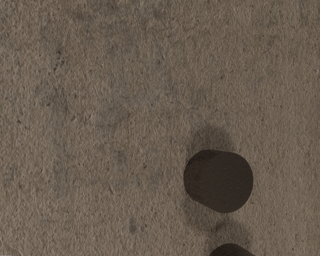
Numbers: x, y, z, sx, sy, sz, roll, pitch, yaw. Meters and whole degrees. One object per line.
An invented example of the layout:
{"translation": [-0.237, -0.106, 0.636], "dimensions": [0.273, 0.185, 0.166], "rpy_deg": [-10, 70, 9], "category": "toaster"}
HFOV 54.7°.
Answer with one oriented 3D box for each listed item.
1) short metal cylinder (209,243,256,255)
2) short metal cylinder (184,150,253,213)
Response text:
{"translation": [0.109, 0.212, 0.438], "dimensions": [0.081, 0.050, 0.079], "rpy_deg": [0, 90, -21], "category": "short metal cylinder"}
{"translation": [0.080, 0.071, 0.427], "dimensions": [0.081, 0.050, 0.079], "rpy_deg": [0, 90, -21], "category": "short metal cylinder"}
